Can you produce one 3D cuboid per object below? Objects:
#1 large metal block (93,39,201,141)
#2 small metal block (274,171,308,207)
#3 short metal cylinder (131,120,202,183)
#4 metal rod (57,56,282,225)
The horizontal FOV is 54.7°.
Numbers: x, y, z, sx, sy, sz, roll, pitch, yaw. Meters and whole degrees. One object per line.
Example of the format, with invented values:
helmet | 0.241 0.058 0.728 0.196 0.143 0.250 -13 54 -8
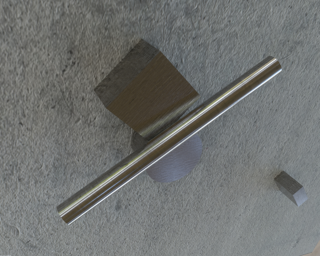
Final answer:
large metal block | -0.014 -0.040 0.358 0.080 0.050 0.080 -46 129 4
small metal block | 0.255 0.118 0.604 0.025 0.050 0.050 -40 130 -1
short metal cylinder | 0.008 0.025 0.411 0.081 0.050 0.079 -14 124 -21
metal rod | 0.017 0.009 0.357 0.301 0.025 0.025 -35 129 -8
